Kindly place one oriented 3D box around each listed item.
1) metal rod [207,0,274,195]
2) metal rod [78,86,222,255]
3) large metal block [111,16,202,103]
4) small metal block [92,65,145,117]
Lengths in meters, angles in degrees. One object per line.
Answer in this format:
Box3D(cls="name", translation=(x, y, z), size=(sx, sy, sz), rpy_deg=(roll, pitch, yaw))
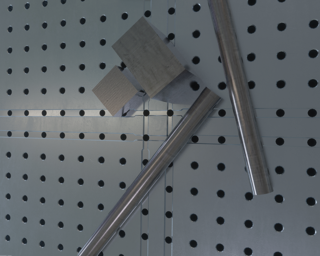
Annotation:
Box3D(cls="metal rod", translation=(0.091, -0.069, 0.380), size=(0.025, 0.025, 0.298), rpy_deg=(-13, 86, 19))
Box3D(cls="metal rod", translation=(-0.020, 0.072, 0.419), size=(0.025, 0.025, 0.299), rpy_deg=(40, 102, 15))
Box3D(cls="large metal block", translation=(-0.001, -0.079, 0.384), size=(0.050, 0.080, 0.080), rpy_deg=(-40, 78, 16))
Box3D(cls="small metal block", translation=(-0.058, -0.051, 0.433), size=(0.050, 0.025, 0.050), rpy_deg=(-43, 77, 15))
